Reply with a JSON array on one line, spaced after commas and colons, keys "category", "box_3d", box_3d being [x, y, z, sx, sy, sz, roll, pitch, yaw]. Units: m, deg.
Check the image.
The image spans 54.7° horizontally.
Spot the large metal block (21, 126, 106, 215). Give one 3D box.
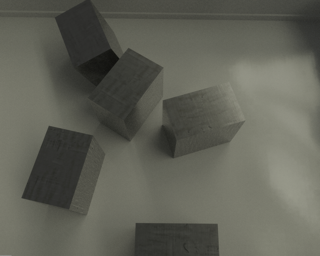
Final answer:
[{"category": "large metal block", "box_3d": [-0.106, 0.053, 0.360, 0.050, 0.080, 0.080, 12, 71, 4]}]

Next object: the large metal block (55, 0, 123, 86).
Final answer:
[{"category": "large metal block", "box_3d": [-0.085, -0.107, 0.413, 0.050, 0.080, 0.080, -26, 72, 7]}]

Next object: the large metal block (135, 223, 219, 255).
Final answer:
[{"category": "large metal block", "box_3d": [0.016, 0.130, 0.333, 0.080, 0.080, 0.050, 1, 70, 0]}]

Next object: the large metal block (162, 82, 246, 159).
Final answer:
[{"category": "large metal block", "box_3d": [0.049, -0.006, 0.383, 0.081, 0.080, 0.050, -16, 71, -6]}]

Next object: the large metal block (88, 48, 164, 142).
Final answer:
[{"category": "large metal block", "box_3d": [-0.039, -0.039, 0.394, 0.050, 0.080, 0.080, 32, 73, 10]}]
